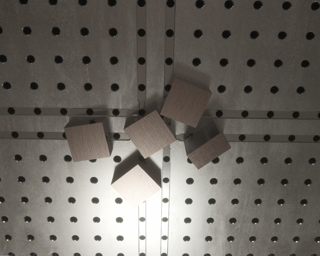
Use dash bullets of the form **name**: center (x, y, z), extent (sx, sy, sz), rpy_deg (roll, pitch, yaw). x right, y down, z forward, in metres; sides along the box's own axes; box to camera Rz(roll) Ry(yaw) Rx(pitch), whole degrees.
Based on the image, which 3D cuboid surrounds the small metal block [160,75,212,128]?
- **small metal block**: center (0.032, -0.035, 0.401), extent (0.050, 0.025, 0.050), rpy_deg (21, 109, -8)

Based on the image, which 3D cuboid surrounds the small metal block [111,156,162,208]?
- **small metal block**: center (-0.033, 0.078, 0.442), extent (0.050, 0.025, 0.050), rpy_deg (-38, 106, 12)

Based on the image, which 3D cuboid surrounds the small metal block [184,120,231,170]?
- **small metal block**: center (0.061, 0.021, 0.409), extent (0.050, 0.050, 0.025), rpy_deg (-36, 107, 12)

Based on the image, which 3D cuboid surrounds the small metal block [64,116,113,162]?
- **small metal block**: center (-0.095, 0.015, 0.418), extent (0.050, 0.025, 0.050), rpy_deg (-9, 110, 2)

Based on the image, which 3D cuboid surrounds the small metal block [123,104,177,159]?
- **small metal block**: center (-0.013, 0.005, 0.415), extent (0.050, 0.025, 0.050), rpy_deg (-31, 108, 10)
